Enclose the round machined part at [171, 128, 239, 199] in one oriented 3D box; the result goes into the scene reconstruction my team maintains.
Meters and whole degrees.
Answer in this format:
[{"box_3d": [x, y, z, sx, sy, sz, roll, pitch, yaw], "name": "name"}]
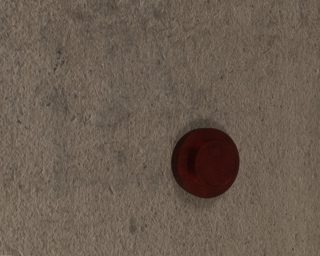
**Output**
[{"box_3d": [0.069, 0.049, 0.427, 0.099, 0.042, 0.097, 0, 90, -21], "name": "round machined part"}]
